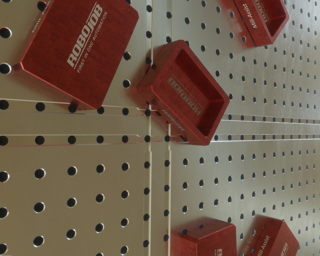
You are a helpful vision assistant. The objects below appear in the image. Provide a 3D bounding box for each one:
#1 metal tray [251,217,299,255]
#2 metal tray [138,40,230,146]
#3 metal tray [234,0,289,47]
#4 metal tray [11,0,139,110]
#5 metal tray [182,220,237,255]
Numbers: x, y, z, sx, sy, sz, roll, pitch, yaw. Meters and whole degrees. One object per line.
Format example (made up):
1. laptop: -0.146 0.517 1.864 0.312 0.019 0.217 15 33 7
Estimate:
1. metal tray: 0.211 0.248 0.582 0.090 0.030 0.130 52 60 -27
2. metal tray: 0.039 -0.046 0.437 0.130 0.030 0.090 44 64 -31
3. metal tray: 0.179 -0.224 0.553 0.130 0.030 0.090 52 60 -27
4. metal tray: -0.085 -0.095 0.334 0.090 0.030 0.130 31 71 -36
5. metal tray: 0.078 0.217 0.470 0.091 0.030 0.129 -4 93 -40
